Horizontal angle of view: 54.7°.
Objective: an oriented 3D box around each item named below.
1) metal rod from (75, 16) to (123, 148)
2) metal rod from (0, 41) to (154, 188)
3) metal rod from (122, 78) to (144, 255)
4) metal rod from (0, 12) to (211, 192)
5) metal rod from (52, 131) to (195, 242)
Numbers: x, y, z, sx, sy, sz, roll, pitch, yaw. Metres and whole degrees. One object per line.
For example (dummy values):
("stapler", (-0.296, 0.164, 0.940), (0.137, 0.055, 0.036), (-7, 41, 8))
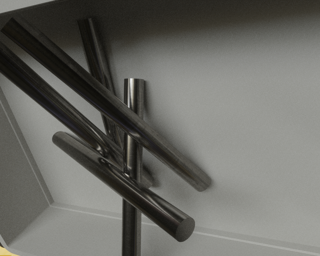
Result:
("metal rod", (-0.067, -0.002, 0.442), (0.025, 0.025, 0.298), (4, 121, 26))
("metal rod", (-0.103, -0.006, 0.387), (0.025, 0.025, 0.300), (-15, 134, 34))
("metal rod", (-0.036, 0.087, 0.401), (0.025, 0.025, 0.298), (3, 94, 26))
("metal rod", (-0.041, -0.011, 0.359), (0.025, 0.025, 0.300), (-26, 125, 37))
("metal rod", (-0.071, 0.056, 0.400), (0.300, 0.025, 0.025), (22, 132, 47))
